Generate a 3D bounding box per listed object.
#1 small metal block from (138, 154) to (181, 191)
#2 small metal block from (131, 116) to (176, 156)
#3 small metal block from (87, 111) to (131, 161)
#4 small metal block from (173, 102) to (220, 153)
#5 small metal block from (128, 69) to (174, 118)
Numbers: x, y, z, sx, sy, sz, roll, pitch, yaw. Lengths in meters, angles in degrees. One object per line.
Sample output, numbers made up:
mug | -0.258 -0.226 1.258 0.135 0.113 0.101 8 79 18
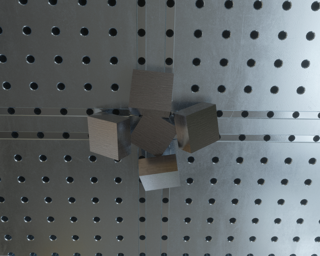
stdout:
small metal block | 0.000 0.062 0.423 0.050 0.025 0.050 -8 146 3
small metal block | -0.009 0.005 0.415 0.050 0.025 0.050 30 107 -11
small metal block | -0.066 0.009 0.404 0.050 0.025 0.050 13 114 32
small metal block | 0.048 -0.002 0.401 0.050 0.025 0.050 -22 113 -30
small metal block | -0.011 -0.042 0.384 0.050 0.025 0.050 6 74 -3
